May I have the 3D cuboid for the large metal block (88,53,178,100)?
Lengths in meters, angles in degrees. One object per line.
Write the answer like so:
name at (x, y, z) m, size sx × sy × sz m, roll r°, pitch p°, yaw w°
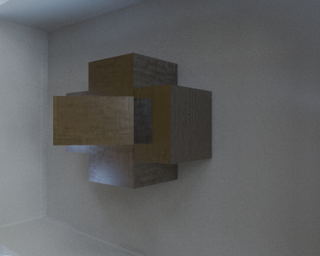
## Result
large metal block at (-0.034, -0.058, 0.398) m, size 0.080 × 0.081 × 0.050 m, roll 0°, pitch 90°, yaw 40°

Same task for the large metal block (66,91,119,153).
large metal block at (-0.084, -0.008, 0.440) m, size 0.050 × 0.081 × 0.080 m, roll 0°, pitch 90°, yaw 40°

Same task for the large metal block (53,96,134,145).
large metal block at (-0.070, -0.008, 0.354) m, size 0.081 × 0.080 × 0.050 m, roll 0°, pitch 90°, yaw -5°

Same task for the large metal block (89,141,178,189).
large metal block at (-0.034, 0.042, 0.398) m, size 0.080 × 0.081 × 0.050 m, roll 0°, pitch 90°, yaw 40°

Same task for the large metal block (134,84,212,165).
large metal block at (0.017, -0.004, 0.353) m, size 0.050 × 0.081 × 0.080 m, roll 0°, pitch 90°, yaw 39°
